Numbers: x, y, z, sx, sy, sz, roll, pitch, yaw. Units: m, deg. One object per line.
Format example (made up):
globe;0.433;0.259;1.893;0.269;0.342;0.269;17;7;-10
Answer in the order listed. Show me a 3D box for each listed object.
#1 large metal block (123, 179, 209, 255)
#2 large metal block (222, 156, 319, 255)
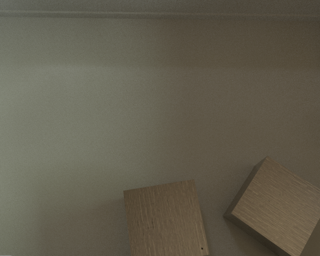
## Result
large metal block;0.005;0.109;0.356;0.081;0.050;0.080;-9;70;-3
large metal block;0.134;0.093;0.363;0.080;0.050;0.080;34;74;11
